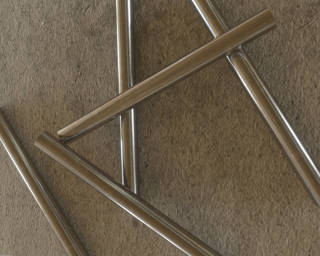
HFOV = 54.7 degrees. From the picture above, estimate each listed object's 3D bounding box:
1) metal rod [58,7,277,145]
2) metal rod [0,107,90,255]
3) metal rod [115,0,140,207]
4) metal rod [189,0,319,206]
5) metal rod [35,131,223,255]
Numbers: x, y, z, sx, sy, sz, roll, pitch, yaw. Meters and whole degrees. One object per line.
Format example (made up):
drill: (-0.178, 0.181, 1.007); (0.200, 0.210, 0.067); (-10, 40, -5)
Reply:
metal rod: (-0.005, -0.054, 0.382); (0.300, 0.025, 0.025); (-28, 81, 17)
metal rod: (-0.190, 0.086, 0.476); (0.025, 0.025, 0.299); (-39, 78, 16)
metal rod: (-0.044, -0.043, 0.424); (0.025, 0.025, 0.298); (-2, 89, 20)
metal rod: (0.113, -0.049, 0.368); (0.025, 0.025, 0.299); (-32, 80, 17)
metal rod: (-0.034, 0.098, 0.395); (0.301, 0.025, 0.025); (34, 101, 7)
